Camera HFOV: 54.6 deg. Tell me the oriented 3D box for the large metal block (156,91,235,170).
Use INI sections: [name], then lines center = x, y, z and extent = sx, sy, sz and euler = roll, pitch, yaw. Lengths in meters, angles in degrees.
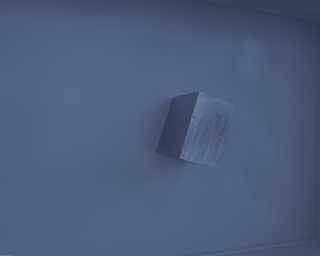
[large metal block]
center = 0.042, 0.003, 0.397
extent = 0.050, 0.080, 0.080
euler = 19, 84, -19
